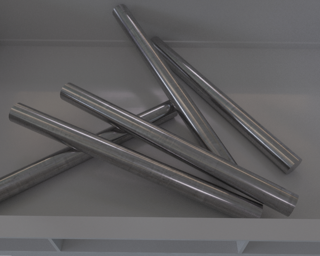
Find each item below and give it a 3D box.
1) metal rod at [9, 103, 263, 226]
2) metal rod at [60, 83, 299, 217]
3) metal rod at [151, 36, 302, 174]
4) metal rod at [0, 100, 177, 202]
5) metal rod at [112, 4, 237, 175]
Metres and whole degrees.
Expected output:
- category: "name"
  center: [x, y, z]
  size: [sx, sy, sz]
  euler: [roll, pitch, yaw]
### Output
- category: "metal rod"
  center: [-0.034, 0.037, 0.350]
  size: [0.301, 0.025, 0.025]
  euler: [22, 53, 8]
- category: "metal rod"
  center: [0.008, 0.016, 0.361]
  size: [0.301, 0.025, 0.025]
  euler: [26, 55, 17]
- category: "metal rod"
  center: [0.075, -0.049, 0.446]
  size: [0.025, 0.025, 0.300]
  euler: [-28, 55, -21]
- category: "metal rod"
  center: [-0.110, 0.035, 0.374]
  size: [0.302, 0.025, 0.025]
  euler: [-26, 55, -21]
- category: "metal rod"
  center: [0.010, -0.065, 0.422]
  size: [0.025, 0.025, 0.299]
  euler: [-23, 65, -18]
